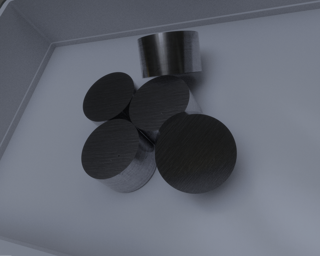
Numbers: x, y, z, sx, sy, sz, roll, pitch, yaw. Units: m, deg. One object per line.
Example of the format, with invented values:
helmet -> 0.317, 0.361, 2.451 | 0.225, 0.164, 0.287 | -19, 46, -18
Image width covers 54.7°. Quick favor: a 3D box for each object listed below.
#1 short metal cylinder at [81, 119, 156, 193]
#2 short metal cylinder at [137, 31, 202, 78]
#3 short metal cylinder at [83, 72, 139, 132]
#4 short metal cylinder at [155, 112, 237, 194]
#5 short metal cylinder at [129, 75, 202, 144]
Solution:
short metal cylinder -> -0.050, 0.035, 0.390 | 0.080, 0.050, 0.080 | -13, 56, 20
short metal cylinder -> 0.013, -0.095, 0.409 | 0.080, 0.080, 0.050 | -3, 99, 26
short metal cylinder -> -0.060, -0.031, 0.436 | 0.080, 0.050, 0.080 | -13, 56, 20
short metal cylinder -> 0.035, 0.023, 0.328 | 0.081, 0.050, 0.079 | 0, 96, -1
short metal cylinder -> 0.008, -0.020, 0.394 | 0.080, 0.050, 0.080 | -13, 56, 20
